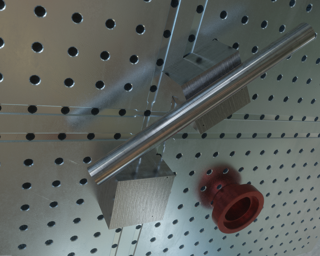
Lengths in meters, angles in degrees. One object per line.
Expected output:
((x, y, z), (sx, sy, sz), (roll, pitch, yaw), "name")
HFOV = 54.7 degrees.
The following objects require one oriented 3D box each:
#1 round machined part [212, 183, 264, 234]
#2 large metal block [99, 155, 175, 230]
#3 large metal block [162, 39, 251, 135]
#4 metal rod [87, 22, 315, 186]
((0.135, 0.140, 0.560), (0.099, 0.042, 0.097), (-14, 124, -21), "round machined part")
((-0.034, 0.087, 0.430), (0.081, 0.050, 0.079), (-1, 119, -28), "large metal block")
((0.061, -0.052, 0.396), (0.080, 0.050, 0.080), (-33, 129, -7), "large metal block")
((0.051, -0.031, 0.355), (0.301, 0.025, 0.025), (-34, 129, -6), "metal rod")
